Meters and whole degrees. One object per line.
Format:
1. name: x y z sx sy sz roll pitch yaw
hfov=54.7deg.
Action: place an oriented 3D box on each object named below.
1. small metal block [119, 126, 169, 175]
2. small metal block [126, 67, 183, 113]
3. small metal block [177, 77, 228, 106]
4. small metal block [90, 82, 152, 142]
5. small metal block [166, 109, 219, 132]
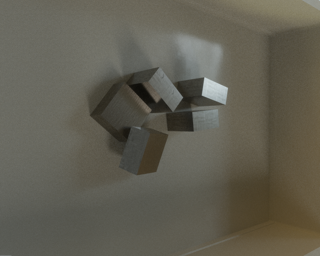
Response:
1. small metal block: -0.018 0.027 0.371 0.050 0.025 0.050 8 101 -65
2. small metal block: -0.008 -0.045 0.383 0.050 0.050 0.025 49 61 -29
3. small metal block: 0.059 -0.050 0.440 0.050 0.050 0.025 15 81 -39
4. small metal block: -0.045 -0.018 0.368 0.050 0.025 0.050 46 63 -30
5. small metal block: 0.045 -0.011 0.428 0.050 0.050 0.025 -9 96 -40
